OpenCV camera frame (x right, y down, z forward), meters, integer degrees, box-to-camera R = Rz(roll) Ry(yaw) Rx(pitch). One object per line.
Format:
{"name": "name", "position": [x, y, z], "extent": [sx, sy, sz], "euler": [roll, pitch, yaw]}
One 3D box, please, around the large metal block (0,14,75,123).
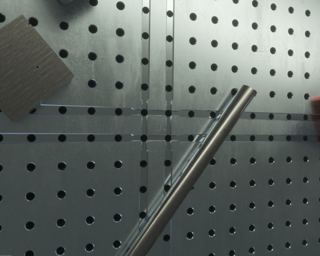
{"name": "large metal block", "position": [-0.155, -0.062, 0.342], "extent": [0.080, 0.050, 0.080], "euler": [-42, 104, -15]}

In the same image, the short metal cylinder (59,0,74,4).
{"name": "short metal cylinder", "position": [-0.104, -0.188, 0.345], "extent": [0.050, 0.080, 0.080], "euler": [-36, 102, -16]}

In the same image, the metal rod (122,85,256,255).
{"name": "metal rod", "position": [0.044, 0.062, 0.428], "extent": [0.025, 0.025, 0.300], "euler": [40, 77, -16]}
